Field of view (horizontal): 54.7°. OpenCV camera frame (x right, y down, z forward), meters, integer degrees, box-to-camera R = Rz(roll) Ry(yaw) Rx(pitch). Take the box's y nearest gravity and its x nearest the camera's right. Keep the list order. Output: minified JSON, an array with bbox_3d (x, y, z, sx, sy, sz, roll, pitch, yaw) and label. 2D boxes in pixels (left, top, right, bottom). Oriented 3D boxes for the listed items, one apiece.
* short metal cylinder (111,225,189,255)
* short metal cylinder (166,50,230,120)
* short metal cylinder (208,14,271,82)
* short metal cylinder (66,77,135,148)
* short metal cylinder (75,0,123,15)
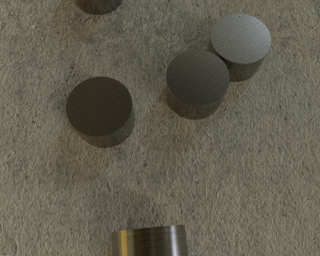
[{"bbox_3d":[-0.010,0.134,0.330,0.081,0.080,0.050,-5,70,-2],"label":"short metal cylinder"},{"bbox_3d":[0.048,-0.057,0.416,0.081,0.050,0.080,0,70,0],"label":"short metal cylinder"},{"bbox_3d":[0.108,-0.112,0.436,0.081,0.050,0.080,0,70,0],"label":"short metal cylinder"},{"bbox_3d":[-0.074,-0.019,0.401,0.081,0.050,0.080,0,70,0],"label":"short metal cylinder"},{"bbox_3d":[-0.097,-0.223,0.476,0.081,0.050,0.080,0,70,0],"label":"short metal cylinder"}]
